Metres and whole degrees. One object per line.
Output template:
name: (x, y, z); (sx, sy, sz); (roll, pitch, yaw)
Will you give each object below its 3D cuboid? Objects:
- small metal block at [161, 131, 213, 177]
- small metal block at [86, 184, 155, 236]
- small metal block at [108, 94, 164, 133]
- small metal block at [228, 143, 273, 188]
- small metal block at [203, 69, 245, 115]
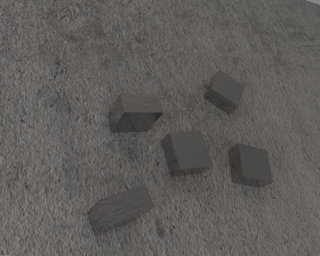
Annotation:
small metal block: (0.035, 0.033, 0.402); (0.050, 0.025, 0.050); (-2, 63, -29)
small metal block: (-0.041, 0.084, 0.314); (0.050, 0.050, 0.025); (-13, 69, -34)
small metal block: (-0.031, -0.017, 0.381); (0.050, 0.050, 0.025); (-1, 62, -29)
small metal block: (0.128, 0.054, 0.439); (0.050, 0.025, 0.050); (14, 56, -21)
small metal block: (0.103, -0.058, 0.494); (0.050, 0.025, 0.050); (33, 51, -7)
